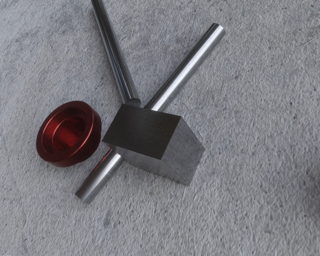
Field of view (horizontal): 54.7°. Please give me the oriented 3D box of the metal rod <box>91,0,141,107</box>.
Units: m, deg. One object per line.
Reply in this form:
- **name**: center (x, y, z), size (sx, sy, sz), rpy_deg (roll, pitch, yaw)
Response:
- **metal rod**: center (-0.083, -0.144, 0.533), size (0.025, 0.025, 0.299), rpy_deg (-29, 52, 9)

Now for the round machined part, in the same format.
- **round machined part**: center (-0.126, 0.012, 0.450), size (0.098, 0.042, 0.098), rpy_deg (-13, 56, 20)

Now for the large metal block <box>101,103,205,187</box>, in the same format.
- **large metal block**: center (-0.005, 0.020, 0.358), size (0.080, 0.080, 0.050), rpy_deg (14, 69, 33)

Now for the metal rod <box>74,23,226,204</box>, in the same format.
- **metal rod**: center (-0.008, -0.026, 0.422), size (0.025, 0.025, 0.300), rpy_deg (32, 79, 37)
